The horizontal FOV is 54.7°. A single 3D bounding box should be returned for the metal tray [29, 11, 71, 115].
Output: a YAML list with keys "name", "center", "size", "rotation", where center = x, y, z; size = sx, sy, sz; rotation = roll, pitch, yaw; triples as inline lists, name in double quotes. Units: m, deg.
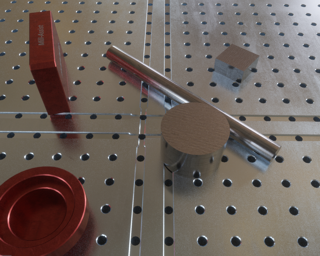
- name: "metal tray"
  center: [-0.157, -0.094, 0.442]
  size: [0.030, 0.089, 0.130]
  rotation: [-11, 51, -10]

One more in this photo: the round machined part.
- name: "round machined part"
  center: [-0.122, 0.092, 0.318]
  size: [0.099, 0.042, 0.098]
  rotation: [0, 50, 0]

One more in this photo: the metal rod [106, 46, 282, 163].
- name: "metal rod"
  center: [0.032, -0.046, 0.446]
  size: [0.300, 0.025, 0.025]
  rotation: [35, 58, 25]

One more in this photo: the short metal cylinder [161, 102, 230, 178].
- name: "short metal cylinder"
  center: [0.041, 0.014, 0.380]
  size: [0.081, 0.050, 0.080]
  rotation: [0, 50, 0]

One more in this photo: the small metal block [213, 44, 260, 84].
- name: "small metal block"
  center: [0.122, -0.104, 0.497]
  size: [0.050, 0.025, 0.050]
  rotation: [32, 57, 24]
